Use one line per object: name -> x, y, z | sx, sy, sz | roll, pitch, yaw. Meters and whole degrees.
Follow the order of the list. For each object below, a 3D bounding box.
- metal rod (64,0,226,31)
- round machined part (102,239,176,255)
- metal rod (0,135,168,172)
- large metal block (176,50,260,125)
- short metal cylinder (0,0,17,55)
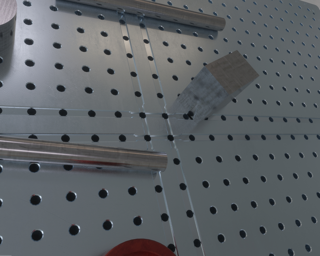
metal rod -> -0.016, -0.200, 0.521 | 0.303, 0.025, 0.025 | 1, 62, -28
round machined part -> -0.023, 0.158, 0.289 | 0.099, 0.042, 0.098 | 14, 56, -21
metal rod -> -0.133, 0.024, 0.322 | 0.302, 0.025, 0.025 | 8, 58, -24
large metal block -> 0.084, -0.060, 0.455 | 0.081, 0.080, 0.050 | -31, 80, -38
short metal cylinder -> -0.211, -0.129, 0.357 | 0.081, 0.050, 0.080 | 14, 56, -21
